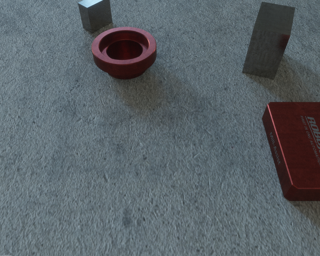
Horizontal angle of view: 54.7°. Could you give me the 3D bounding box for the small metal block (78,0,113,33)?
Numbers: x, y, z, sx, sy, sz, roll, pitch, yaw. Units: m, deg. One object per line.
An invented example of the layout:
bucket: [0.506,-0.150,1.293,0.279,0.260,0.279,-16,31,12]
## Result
small metal block: [-0.116,-0.209,0.561,0.025,0.050,0.050,34,58,25]

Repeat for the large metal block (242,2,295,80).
large metal block: [0.169,-0.136,0.483,0.050,0.080,0.080,16,52,13]

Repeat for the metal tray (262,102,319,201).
metal tray: [0.187,0.024,0.381,0.091,0.030,0.130,0,50,0]

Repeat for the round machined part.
round machined part: [-0.054,-0.114,0.487,0.099,0.042,0.098,0,50,0]
